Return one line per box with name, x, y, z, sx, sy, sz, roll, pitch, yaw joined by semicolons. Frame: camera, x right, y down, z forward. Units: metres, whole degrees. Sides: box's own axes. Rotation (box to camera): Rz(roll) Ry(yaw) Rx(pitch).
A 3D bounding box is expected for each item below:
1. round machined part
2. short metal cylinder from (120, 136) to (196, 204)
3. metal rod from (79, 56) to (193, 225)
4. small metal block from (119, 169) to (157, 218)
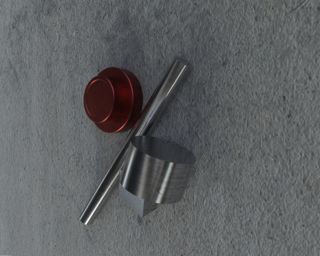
round machined part;-0.075;-0.041;0.456;0.098;0.042;0.097;0;90;40
short metal cylinder;-0.003;0.048;0.372;0.080;0.081;0.050;28;107;36
metal rod;-0.045;0.033;0.441;0.025;0.025;0.298;48;118;29
small metal block;-0.029;0.083;0.419;0.050;0.025;0.050;32;129;35
